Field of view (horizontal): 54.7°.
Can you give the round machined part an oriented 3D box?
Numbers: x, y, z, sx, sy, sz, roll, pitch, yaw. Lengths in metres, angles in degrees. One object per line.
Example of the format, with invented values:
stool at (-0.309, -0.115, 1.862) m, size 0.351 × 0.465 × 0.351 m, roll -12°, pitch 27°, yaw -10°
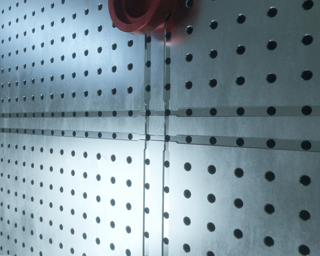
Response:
round machined part at (-0.021, -0.173, 0.414) m, size 0.098 × 0.042 × 0.097 m, roll 0°, pitch 90°, yaw 39°
